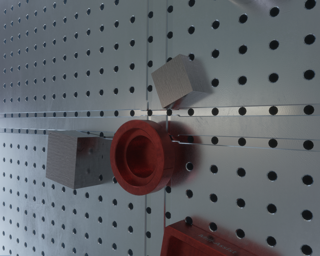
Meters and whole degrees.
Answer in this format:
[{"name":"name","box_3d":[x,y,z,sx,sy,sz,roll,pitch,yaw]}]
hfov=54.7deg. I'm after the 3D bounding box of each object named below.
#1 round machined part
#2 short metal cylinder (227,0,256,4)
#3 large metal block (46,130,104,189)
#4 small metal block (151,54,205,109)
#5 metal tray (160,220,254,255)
[{"name":"round machined part","box_3d":[-0.018,0.038,0.414,0.098,0.042,0.097,0,90,40]},{"name":"short metal cylinder","box_3d":[0.082,-0.179,0.325,0.080,0.050,0.079,0,90,40]},{"name":"large metal block","box_3d":[-0.141,0.048,0.510,0.080,0.050,0.079,9,96,39]},{"name":"small metal block","box_3d":[0.022,-0.057,0.392,0.050,0.025,0.050,-28,73,36]},{"name":"metal tray","box_3d":[0.058,0.175,0.358,0.130,0.030,0.089,15,99,39]}]
